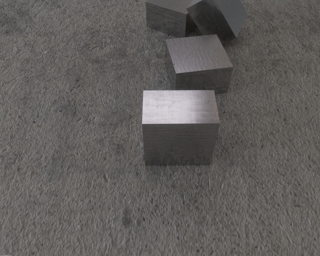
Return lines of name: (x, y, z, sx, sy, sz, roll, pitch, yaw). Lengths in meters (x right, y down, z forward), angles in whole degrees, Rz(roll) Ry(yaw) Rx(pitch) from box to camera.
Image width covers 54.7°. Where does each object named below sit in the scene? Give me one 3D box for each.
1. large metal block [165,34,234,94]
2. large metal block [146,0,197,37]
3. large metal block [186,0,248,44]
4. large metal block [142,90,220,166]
large metal block: (0.054, -0.093, 0.465, 0.081, 0.050, 0.080, -8, 51, -7)
large metal block: (0.030, -0.214, 0.567, 0.080, 0.050, 0.080, 25, 54, 19)
large metal block: (0.099, -0.197, 0.525, 0.050, 0.080, 0.080, -13, 37, 42)
large metal block: (0.022, 0.002, 0.366, 0.081, 0.080, 0.050, 0, 50, -1)
